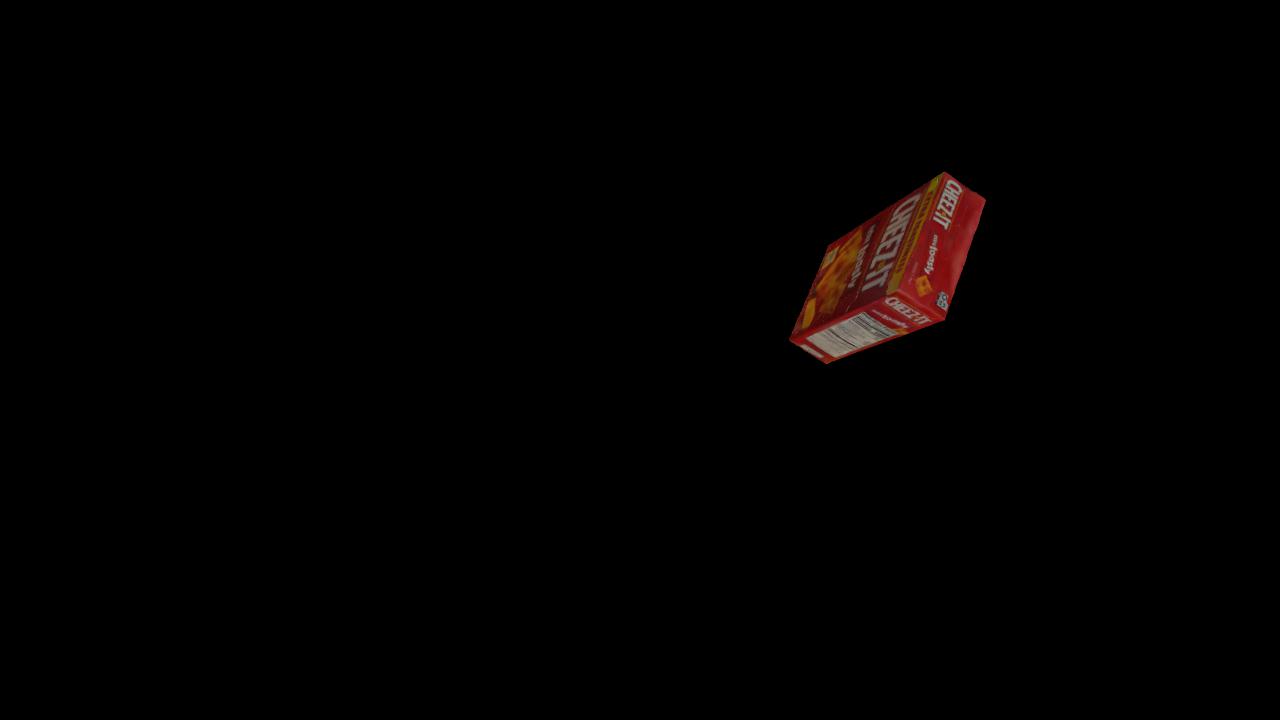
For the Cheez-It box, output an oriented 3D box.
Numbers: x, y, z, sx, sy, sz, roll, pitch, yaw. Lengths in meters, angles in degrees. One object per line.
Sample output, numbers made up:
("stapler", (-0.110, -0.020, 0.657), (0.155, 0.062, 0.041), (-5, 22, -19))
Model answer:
("Cheez-It box", (0.287, -0.100, 0.743), (0.071, 0.166, 0.223), (30, -18, -9))
